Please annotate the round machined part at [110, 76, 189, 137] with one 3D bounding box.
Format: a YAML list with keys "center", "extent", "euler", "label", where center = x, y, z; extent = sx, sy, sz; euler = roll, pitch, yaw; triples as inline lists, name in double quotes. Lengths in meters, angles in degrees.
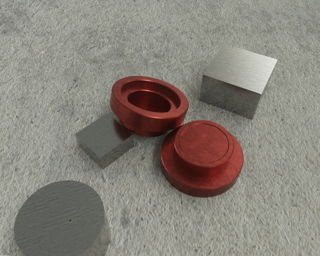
- center: [-0.016, -0.025, 0.400]
  extent: [0.099, 0.042, 0.098]
  euler: [11, 35, -8]
  label: "round machined part"

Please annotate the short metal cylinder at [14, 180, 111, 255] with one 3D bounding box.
- center: [-0.092, 0.099, 0.303]
  extent: [0.081, 0.050, 0.080]
  euler: [0, 50, 0]
  label: "short metal cylinder"

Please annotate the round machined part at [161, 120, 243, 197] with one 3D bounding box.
- center: [0.050, 0.029, 0.369]
  extent: [0.099, 0.042, 0.098]
  euler: [0, 50, 0]
  label: "round machined part"

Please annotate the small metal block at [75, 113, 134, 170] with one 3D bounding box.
- center: [-0.069, 0.016, 0.389]
  extent: [0.050, 0.025, 0.050]
  euler: [38, 59, 27]
  label: "small metal block"

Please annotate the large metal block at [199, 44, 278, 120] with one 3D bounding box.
- center: [0.112, -0.068, 0.446]
  extent: [0.080, 0.050, 0.080]
  euler: [22, 53, 17]
  label: "large metal block"
